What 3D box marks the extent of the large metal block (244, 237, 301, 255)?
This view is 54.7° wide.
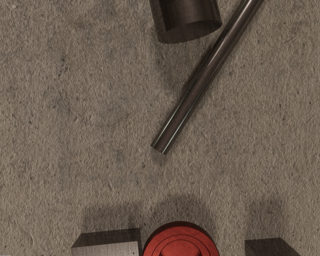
[{"bbox_3d":[0.144,0.192,0.385,0.050,0.080,0.079,-4,90,0],"label":"large metal block"}]

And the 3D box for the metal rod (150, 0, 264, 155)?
[{"bbox_3d":[0.078,-0.097,0.410,0.025,0.025,0.299,32,90,-1],"label":"metal rod"}]

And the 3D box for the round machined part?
[{"bbox_3d":[0.026,0.169,0.402,0.099,0.042,0.097,0,90,-1],"label":"round machined part"}]

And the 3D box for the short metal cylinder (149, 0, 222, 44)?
[{"bbox_3d":[0.031,-0.142,0.383,0.080,0.080,0.050,-13,90,0],"label":"short metal cylinder"}]

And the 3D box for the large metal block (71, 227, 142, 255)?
[{"bbox_3d":[-0.063,0.179,0.397,0.081,0.050,0.079,-6,90,-1],"label":"large metal block"}]
